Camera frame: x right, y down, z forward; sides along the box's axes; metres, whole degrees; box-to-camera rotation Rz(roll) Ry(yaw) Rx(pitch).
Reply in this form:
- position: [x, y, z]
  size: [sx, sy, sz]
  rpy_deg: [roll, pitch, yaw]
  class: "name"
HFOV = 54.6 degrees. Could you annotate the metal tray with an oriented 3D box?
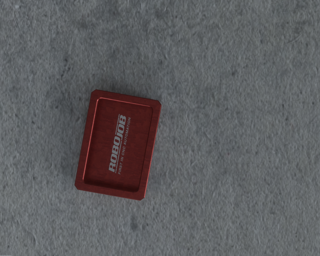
- position: [-0.053, 0.021, 0.407]
  size: [0.090, 0.030, 0.129]
  rpy_deg: [10, 90, 0]
  class: "metal tray"
